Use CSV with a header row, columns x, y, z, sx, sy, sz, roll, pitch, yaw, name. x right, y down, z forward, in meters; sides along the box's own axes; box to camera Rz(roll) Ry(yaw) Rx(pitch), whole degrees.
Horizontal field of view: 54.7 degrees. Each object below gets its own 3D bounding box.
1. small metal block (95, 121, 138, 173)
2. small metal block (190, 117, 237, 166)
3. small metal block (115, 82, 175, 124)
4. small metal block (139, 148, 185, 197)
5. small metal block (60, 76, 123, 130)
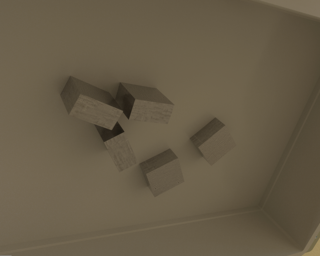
x,y,z,sx,sy,sz,roll,pitch,yaw,name
-0.054,0.017,0.373,0.025,0.050,0.050,-28,128,-11,small metal block
0.080,0.021,0.465,0.050,0.025,0.050,-39,129,-2,small metal block
-0.019,-0.029,0.364,0.050,0.050,0.025,6,116,-31,small metal block
0.004,0.065,0.451,0.050,0.025,0.050,-26,128,-13,small metal block
-0.075,-0.027,0.335,0.050,0.050,0.025,22,107,-36,small metal block
